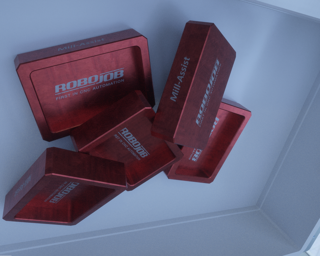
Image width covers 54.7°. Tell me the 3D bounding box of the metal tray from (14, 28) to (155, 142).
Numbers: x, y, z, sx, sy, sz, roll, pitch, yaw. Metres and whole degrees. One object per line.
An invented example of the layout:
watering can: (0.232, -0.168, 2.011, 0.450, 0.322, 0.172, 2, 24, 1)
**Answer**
metal tray: (-0.074, -0.047, 0.334, 0.131, 0.030, 0.089, -19, 126, -18)

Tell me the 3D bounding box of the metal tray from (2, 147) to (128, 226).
metal tray: (-0.109, 0.073, 0.352, 0.091, 0.030, 0.129, 19, 137, -36)

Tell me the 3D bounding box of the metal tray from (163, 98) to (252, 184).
metal tray: (0.065, 0.018, 0.452, 0.091, 0.030, 0.129, 13, 112, -34)

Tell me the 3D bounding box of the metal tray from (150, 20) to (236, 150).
metal tray: (0.043, -0.043, 0.357, 0.090, 0.030, 0.129, 18, 90, -59)

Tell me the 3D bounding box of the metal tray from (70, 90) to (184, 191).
metal tray: (-0.032, 0.022, 0.373, 0.090, 0.030, 0.130, -33, 144, 2)
